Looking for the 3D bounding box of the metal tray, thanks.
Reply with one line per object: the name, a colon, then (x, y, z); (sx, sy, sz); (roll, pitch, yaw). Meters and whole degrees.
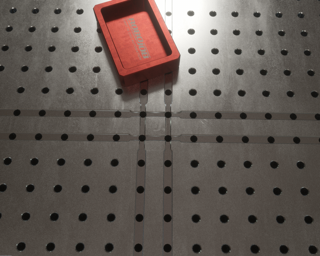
metal tray: (-0.035, -0.134, 0.457); (0.091, 0.030, 0.130); (-20, 71, -8)
